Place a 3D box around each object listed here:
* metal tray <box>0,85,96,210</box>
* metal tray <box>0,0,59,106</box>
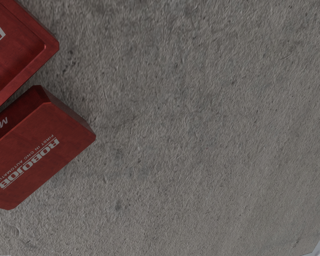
[{"bbox_3d":[-0.143,0.026,0.324,0.130,0.030,0.090,-40,148,-1],"label":"metal tray"},{"bbox_3d":[-0.168,-0.063,0.272,0.130,0.030,0.090,-44,129,2],"label":"metal tray"}]
